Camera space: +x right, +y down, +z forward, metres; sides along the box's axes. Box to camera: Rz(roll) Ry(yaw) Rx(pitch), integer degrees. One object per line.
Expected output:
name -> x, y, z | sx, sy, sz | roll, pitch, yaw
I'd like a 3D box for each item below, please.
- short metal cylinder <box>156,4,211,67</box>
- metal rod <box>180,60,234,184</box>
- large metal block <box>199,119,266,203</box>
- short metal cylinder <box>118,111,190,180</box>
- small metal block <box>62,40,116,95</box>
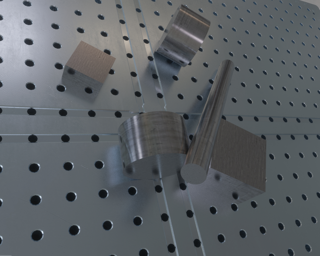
short metal cylinder -> 0.034, -0.141, 0.478 | 0.050, 0.080, 0.080 | 27, 52, -12
metal rod -> 0.074, -0.032, 0.415 | 0.025, 0.025, 0.301 | 36, 35, -5
large metal block -> 0.093, 0.043, 0.416 | 0.080, 0.050, 0.080 | 25, 53, -13
short metal cylinder -> -0.006, 0.022, 0.357 | 0.081, 0.080, 0.050 | 4, 60, -27
small metal block -> -0.093, -0.080, 0.407 | 0.050, 0.025, 0.050 | 26, 53, -12
